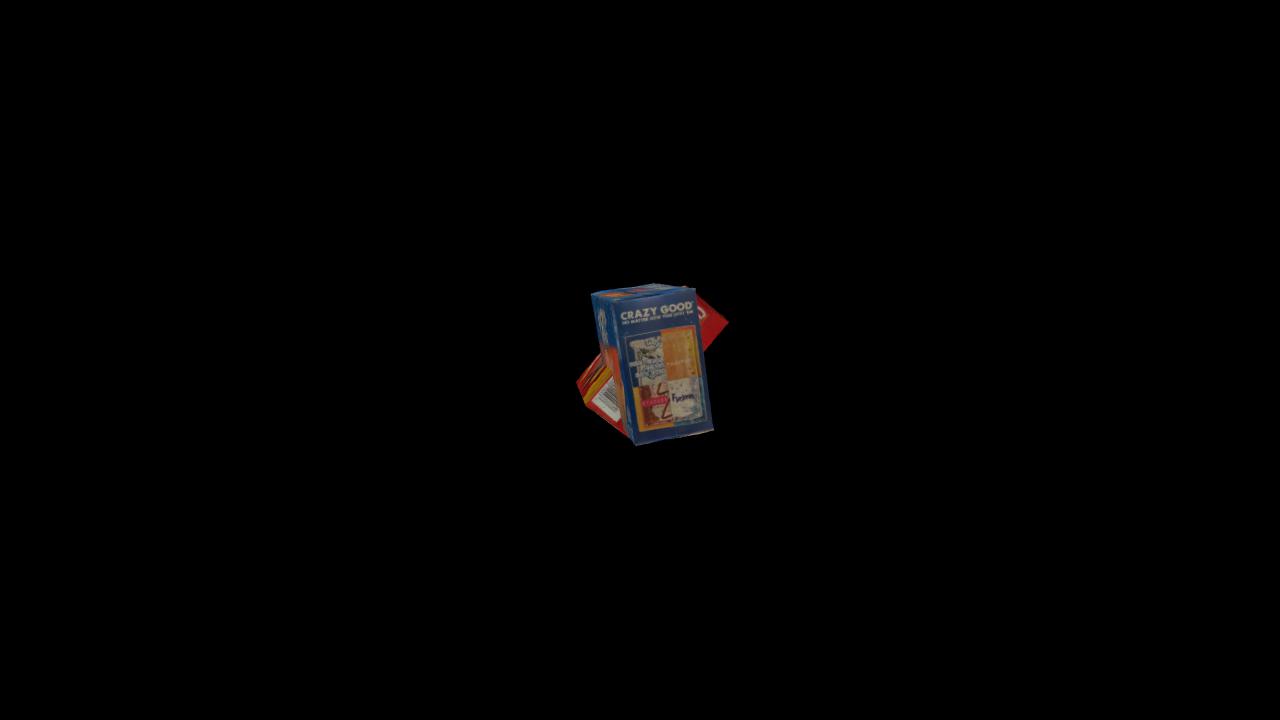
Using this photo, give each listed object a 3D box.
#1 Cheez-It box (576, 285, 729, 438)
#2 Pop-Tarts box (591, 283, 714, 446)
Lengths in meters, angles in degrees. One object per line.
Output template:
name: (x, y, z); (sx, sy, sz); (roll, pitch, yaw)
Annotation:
Cheez-It box: (0.002, -0.005, 0.743); (0.071, 0.166, 0.223); (40, -3, -10)
Pop-Tarts box: (0.007, -0.004, 0.649); (0.083, 0.141, 0.167); (-10, 11, -11)
